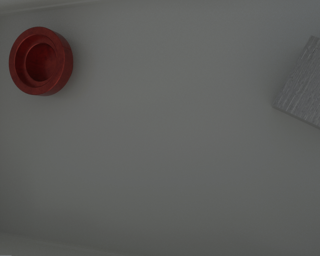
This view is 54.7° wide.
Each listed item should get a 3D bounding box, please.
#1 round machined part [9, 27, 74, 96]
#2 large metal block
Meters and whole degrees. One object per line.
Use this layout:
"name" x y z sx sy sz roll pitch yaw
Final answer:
"round machined part" -0.170 -0.096 0.460 0.098 0.042 0.097 0 90 19
"large metal block" 0.179 -0.042 0.334 0.080 0.050 0.080 29 99 17
